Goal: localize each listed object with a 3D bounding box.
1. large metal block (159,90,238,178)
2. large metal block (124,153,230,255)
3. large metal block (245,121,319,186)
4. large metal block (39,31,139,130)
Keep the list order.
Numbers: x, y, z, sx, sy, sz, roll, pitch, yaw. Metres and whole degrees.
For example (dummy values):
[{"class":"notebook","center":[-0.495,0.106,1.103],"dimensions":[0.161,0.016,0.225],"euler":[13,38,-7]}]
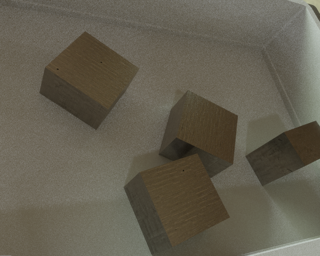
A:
[{"class":"large metal block","center":[0.053,0.009,0.415],"dimensions":[0.080,0.050,0.080],"euler":[26,53,-13]},{"class":"large metal block","center":[0.018,0.084,0.350],"dimensions":[0.081,0.050,0.080],"euler":[-14,69,-34]},{"class":"large metal block","center":[0.189,0.037,0.452],"dimensions":[0.081,0.080,0.050],"euler":[-14,69,-34]},{"class":"large metal block","center":[-0.085,-0.058,0.380],"dimensions":[0.080,0.050,0.080],"euler":[34,51,-6]}]
